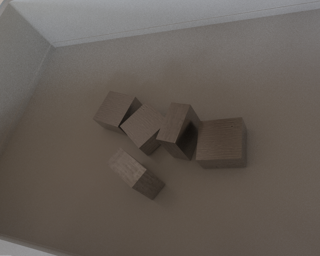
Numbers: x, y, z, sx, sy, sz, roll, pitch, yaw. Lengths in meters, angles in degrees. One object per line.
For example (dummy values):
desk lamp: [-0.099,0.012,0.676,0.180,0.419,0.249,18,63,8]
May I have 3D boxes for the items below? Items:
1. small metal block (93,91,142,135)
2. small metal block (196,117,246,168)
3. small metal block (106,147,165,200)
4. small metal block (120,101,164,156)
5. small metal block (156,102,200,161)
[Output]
small metal block: [-0.060,-0.022,0.446,0.050,0.025,0.050,16,70,34]
small metal block: [0.071,0.018,0.354,0.050,0.025,0.050,-5,59,25]
small metal block: [-0.028,0.054,0.367,0.050,0.050,0.025,35,82,37]
small metal block: [-0.017,0.000,0.410,0.050,0.025,0.050,-43,51,-2]
small metal block: [0.025,0.005,0.370,0.025,0.050,0.050,10,67,31]
